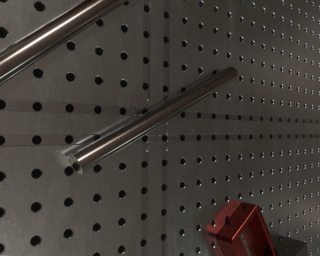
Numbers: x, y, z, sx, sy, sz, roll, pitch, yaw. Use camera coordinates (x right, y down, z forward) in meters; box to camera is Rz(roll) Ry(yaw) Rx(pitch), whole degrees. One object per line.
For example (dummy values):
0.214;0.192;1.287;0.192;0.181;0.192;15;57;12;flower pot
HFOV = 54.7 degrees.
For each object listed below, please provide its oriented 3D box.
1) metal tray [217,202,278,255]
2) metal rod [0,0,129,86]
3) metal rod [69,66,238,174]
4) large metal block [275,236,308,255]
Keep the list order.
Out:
0.156;0.208;0.540;0.091;0.030;0.129;-39;114;-33;metal tray
-0.092;-0.115;0.333;0.301;0.025;0.025;-47;118;-30;metal rod
0.014;-0.025;0.422;0.302;0.025;0.025;-32;110;-36;metal rod
0.250;0.274;0.607;0.081;0.050;0.079;-21;104;-38;large metal block
